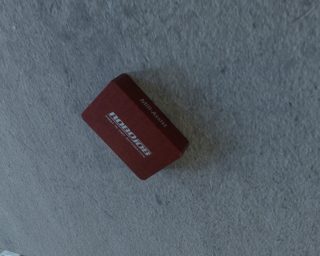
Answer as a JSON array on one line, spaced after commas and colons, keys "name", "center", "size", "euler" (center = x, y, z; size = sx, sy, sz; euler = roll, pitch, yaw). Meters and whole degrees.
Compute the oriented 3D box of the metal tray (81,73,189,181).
[{"name": "metal tray", "center": [-0.036, 0.002, 0.424], "size": [0.130, 0.030, 0.090], "euler": [47, 129, -5]}]
